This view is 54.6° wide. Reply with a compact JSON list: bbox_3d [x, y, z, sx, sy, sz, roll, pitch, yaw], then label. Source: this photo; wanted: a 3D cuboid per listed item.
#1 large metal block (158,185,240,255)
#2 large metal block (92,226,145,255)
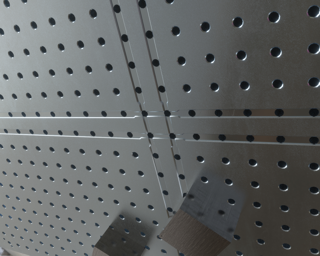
[{"bbox_3d":[0.056,0.145,0.456,0.080,0.050,0.080,33,129,7],"label":"large metal block"},{"bbox_3d":[-0.083,0.249,0.594,0.080,0.050,0.079,27,128,11],"label":"large metal block"}]
